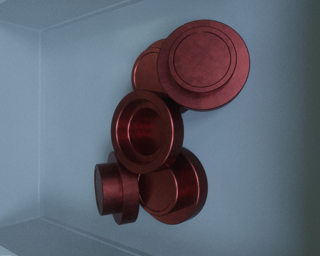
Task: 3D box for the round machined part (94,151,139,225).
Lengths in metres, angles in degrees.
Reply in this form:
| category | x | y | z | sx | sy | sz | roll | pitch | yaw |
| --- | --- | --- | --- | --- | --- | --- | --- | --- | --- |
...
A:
| category | x | y | z | sx | sy | sz | roll | pitch | yaw |
| --- | --- | --- | --- | --- | --- | --- | --- | --- | --- |
| round machined part | -0.062 | 0.080 | 0.415 | 0.098 | 0.042 | 0.097 | 177 | 90 | -69 |

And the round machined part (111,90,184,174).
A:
| category | x | y | z | sx | sy | sz | roll | pitch | yaw |
| --- | --- | --- | --- | --- | --- | --- | --- | --- | --- |
| round machined part | -0.011 | 0.004 | 0.372 | 0.098 | 0.042 | 0.097 | 0 | 90 | 39 |

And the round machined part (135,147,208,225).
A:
| category | x | y | z | sx | sy | sz | roll | pitch | yaw |
| --- | --- | --- | --- | --- | --- | --- | --- | --- | --- |
| round machined part | 0.007 | 0.072 | 0.386 | 0.098 | 0.042 | 0.097 | 0 | 90 | 39 |

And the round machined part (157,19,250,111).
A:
| category | x | y | z | sx | sy | sz | roll | pitch | yaw |
| --- | --- | --- | --- | --- | --- | --- | --- | --- | --- |
| round machined part | 0.045 | -0.068 | 0.328 | 0.098 | 0.042 | 0.097 | 0 | 87 | 9 |

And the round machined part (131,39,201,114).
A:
| category | x | y | z | sx | sy | sz | roll | pitch | yaw |
| --- | --- | --- | --- | --- | --- | --- | --- | --- | --- |
| round machined part | 0.002 | -0.064 | 0.390 | 0.098 | 0.042 | 0.097 | 0 | 90 | 39 |
